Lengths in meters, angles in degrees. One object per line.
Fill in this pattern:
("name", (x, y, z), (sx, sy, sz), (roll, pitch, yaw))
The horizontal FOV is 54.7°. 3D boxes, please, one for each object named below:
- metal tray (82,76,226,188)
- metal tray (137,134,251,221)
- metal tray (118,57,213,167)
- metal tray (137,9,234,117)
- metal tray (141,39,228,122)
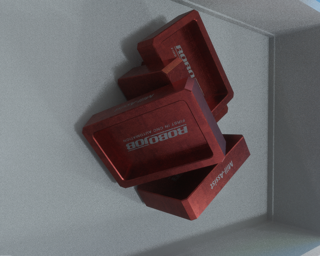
("metal tray", (-0.006, 0.010, 0.334), (0.090, 0.130, 0.030), (60, 25, -23))
("metal tray", (0.045, 0.055, 0.402), (0.131, 0.090, 0.030), (-40, 115, -33))
("metal tray", (0.014, -0.015, 0.374), (0.030, 0.090, 0.130), (-45, 117, -31))
("metal tray", (0.038, -0.071, 0.396), (0.090, 0.030, 0.130), (-44, 116, -31))
("metal tray", (0.039, -0.055, 0.438), (0.090, 0.030, 0.130), (-41, 114, -31))
